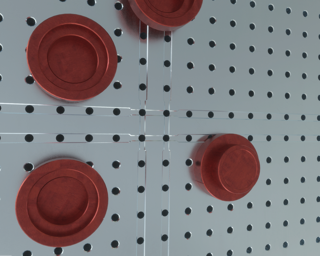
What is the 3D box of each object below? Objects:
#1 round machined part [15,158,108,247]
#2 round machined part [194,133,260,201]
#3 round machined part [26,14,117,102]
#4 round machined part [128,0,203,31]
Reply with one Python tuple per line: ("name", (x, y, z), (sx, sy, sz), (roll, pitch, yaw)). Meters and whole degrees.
("round machined part", (-0.113, 0.083, 0.362), (0.099, 0.042, 0.097), (0, 90, -20))
("round machined part", (0.103, 0.057, 0.443), (0.099, 0.042, 0.097), (0, 90, -21))
("round machined part", (-0.103, -0.079, 0.366), (0.099, 0.042, 0.097), (0, 90, -21))
("round machined part", (0.004, -0.176, 0.406), (0.099, 0.042, 0.097), (0, 90, -21))
